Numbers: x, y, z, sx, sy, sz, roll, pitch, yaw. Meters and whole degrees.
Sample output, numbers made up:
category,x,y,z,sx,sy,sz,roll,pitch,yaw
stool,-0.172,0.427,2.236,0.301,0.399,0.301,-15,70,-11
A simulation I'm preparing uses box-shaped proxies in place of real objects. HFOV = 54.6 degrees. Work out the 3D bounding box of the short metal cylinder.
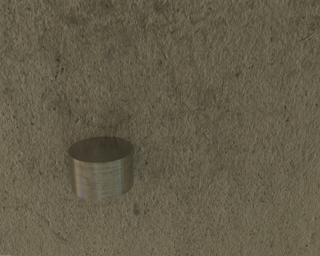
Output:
category,x,y,z,sx,sy,sz,roll,pitch,yaw
short metal cylinder,-0.074,0.049,0.398,0.080,0.080,0.050,1,110,-1
